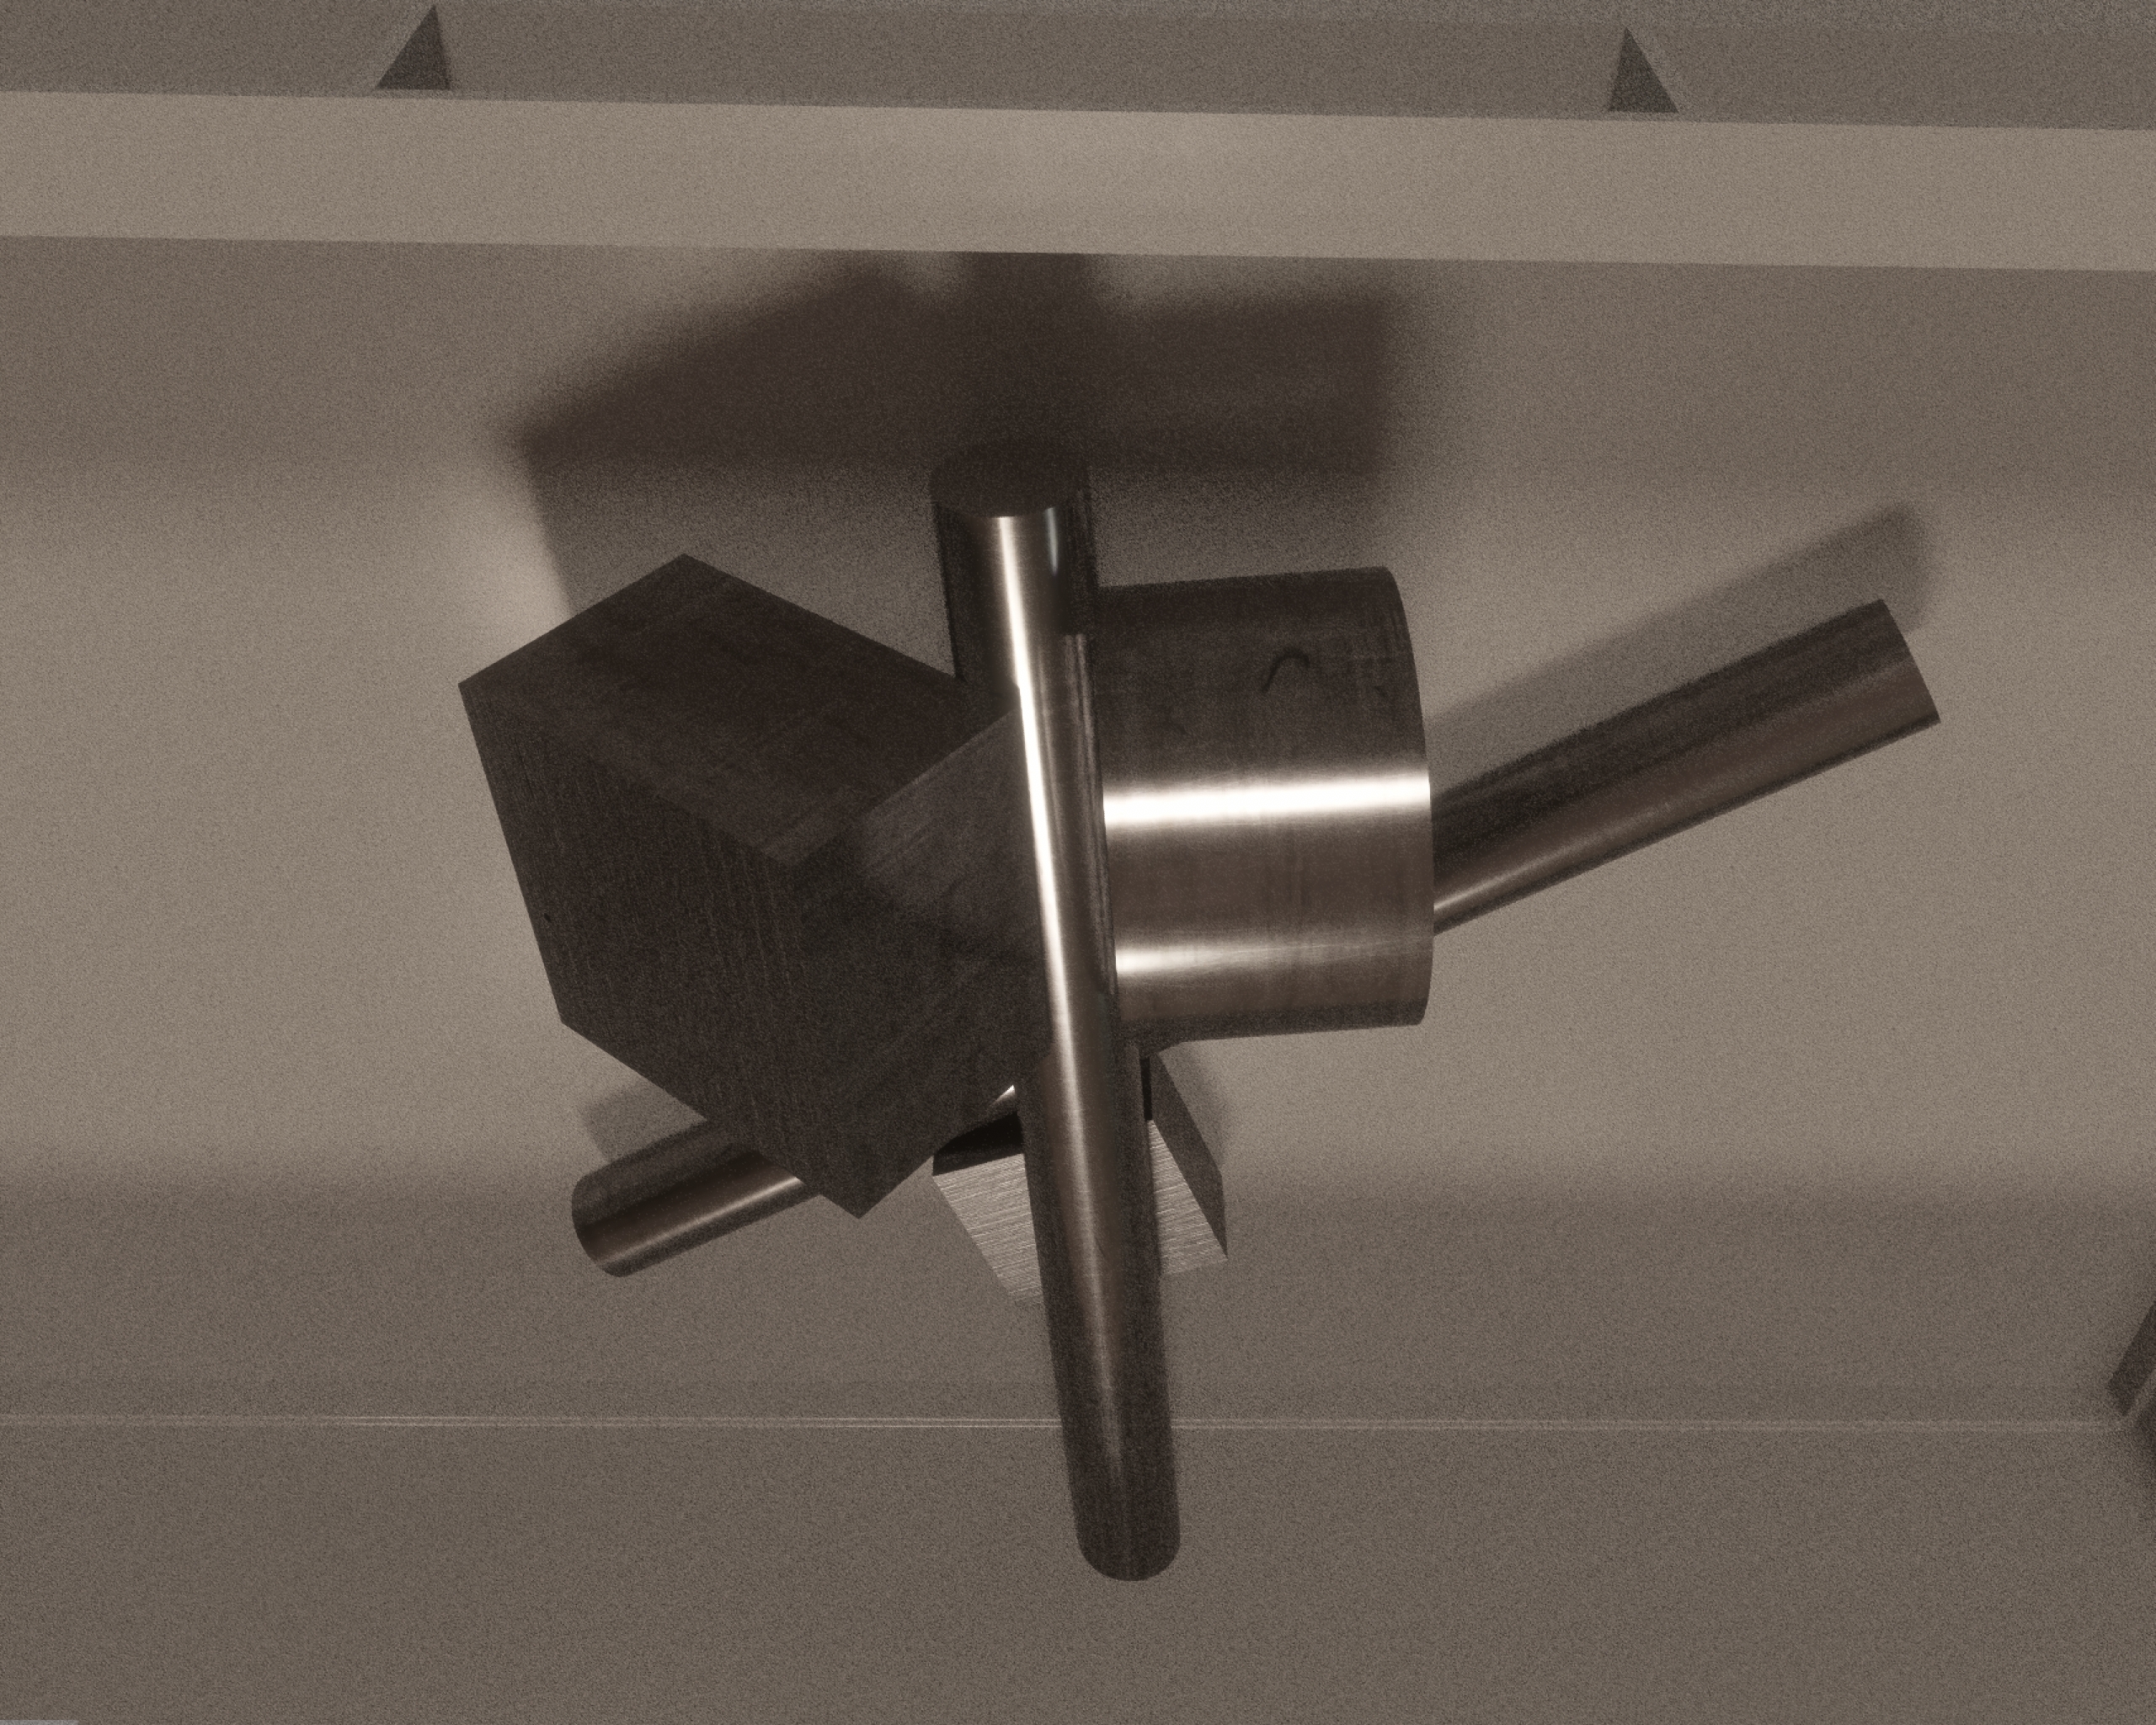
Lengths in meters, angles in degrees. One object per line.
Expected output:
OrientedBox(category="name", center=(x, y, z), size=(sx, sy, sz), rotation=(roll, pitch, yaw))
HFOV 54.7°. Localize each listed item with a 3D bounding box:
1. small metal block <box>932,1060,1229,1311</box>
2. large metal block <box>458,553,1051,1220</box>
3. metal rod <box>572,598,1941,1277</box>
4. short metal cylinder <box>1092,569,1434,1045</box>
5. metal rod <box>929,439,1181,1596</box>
OrientedBox(category="small metal block", center=(0.001, 0.070, 0.467), size=(0.050, 0.025, 0.050), rotation=(-17, 129, 13))
OrientedBox(category="large metal block", center=(-0.054, 0.003, 0.367), size=(0.080, 0.050, 0.079), rotation=(27, 139, 31))
OrientedBox(category="metal rod", center=(0.022, 0.023, 0.426), size=(0.300, 0.025, 0.025), rotation=(-25, 126, 19))
OrientedBox(category="short metal cylinder", center=(0.030, -0.010, 0.362), size=(0.050, 0.080, 0.079), rotation=(-4, 130, 1))
OrientedBox(category="metal rod", center=(0.001, 0.055, 0.420), size=(0.025, 0.025, 0.298), rotation=(-4, 129, 3))
